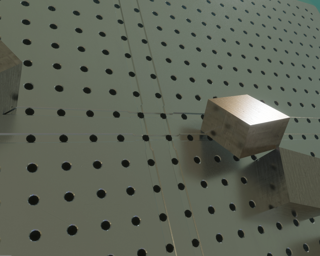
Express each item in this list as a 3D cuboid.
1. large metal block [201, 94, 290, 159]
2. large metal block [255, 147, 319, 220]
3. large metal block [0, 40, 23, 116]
[{"bbox_3d":[0.119,-0.006,0.439,0.081,0.050,0.080,-10,33,-33],"label":"large metal block"},{"bbox_3d":[0.193,0.082,0.449,0.081,0.050,0.080,15,56,-20],"label":"large metal block"},{"bbox_3d":[-0.187,-0.040,0.297,0.050,0.080,0.080,46,51,3],"label":"large metal block"}]
